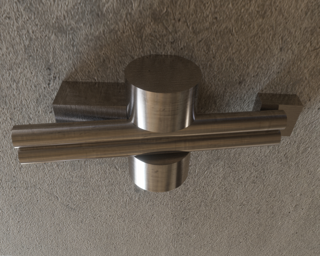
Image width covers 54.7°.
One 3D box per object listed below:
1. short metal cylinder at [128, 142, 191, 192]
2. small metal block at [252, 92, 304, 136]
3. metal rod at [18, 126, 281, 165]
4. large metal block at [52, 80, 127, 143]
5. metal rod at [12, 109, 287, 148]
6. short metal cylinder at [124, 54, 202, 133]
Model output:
[{"bbox_3d":[-0.001,0.036,0.403,0.081,0.080,0.050,1,130,-1],"label":"short metal cylinder"},{"bbox_3d":[0.146,-0.017,0.396,0.050,0.025,0.050,2,130,-2],"label":"small metal block"},{"bbox_3d":[-0.005,0.019,0.366,0.302,0.025,0.025,-4,131,-8],"label":"metal rod"},{"bbox_3d":[-0.079,-0.010,0.383,0.081,0.050,0.079,1,130,-2],"label":"large metal block"},{"bbox_3d":[-0.004,0.000,0.350,0.302,0.025,0.025,-4,131,-8],"label":"metal rod"},{"bbox_3d":[0.003,-0.040,0.339,0.081,0.080,0.050,1,130,-1],"label":"short metal cylinder"}]
